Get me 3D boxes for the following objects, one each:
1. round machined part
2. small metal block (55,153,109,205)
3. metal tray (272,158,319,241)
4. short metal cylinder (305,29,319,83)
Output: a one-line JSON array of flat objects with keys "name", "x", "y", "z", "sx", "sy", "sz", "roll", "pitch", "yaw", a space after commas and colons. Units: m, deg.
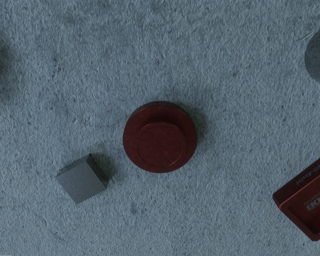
[{"name": "round machined part", "x": 0.000, "y": 0.017, "z": 0.407, "sx": 0.099, "sy": 0.042, "sz": 0.097, "roll": 0, "pitch": 110, "yaw": -1}, {"name": "small metal block", "x": -0.108, "y": 0.072, "z": 0.435, "sx": 0.050, "sy": 0.025, "sz": 0.050, "roll": -29, "pitch": 108, "yaw": 9}, {"name": "metal tray", "x": 0.243, "y": 0.093, "z": 0.444, "sx": 0.130, "sy": 0.030, "sz": 0.090, "roll": -43, "pitch": 105, "yaw": 14}, {"name": "short metal cylinder", "x": 0.224, "y": -0.085, "z": 0.368, "sx": 0.081, "sy": 0.050, "sz": 0.079, "roll": 0, "pitch": 110, "yaw": -1}]
